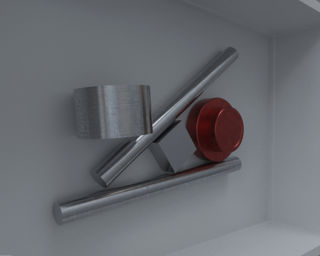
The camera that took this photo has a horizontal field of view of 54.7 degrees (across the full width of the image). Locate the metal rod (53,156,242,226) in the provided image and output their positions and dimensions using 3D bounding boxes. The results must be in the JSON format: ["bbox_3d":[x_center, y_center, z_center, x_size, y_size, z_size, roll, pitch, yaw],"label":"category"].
[{"bbox_3d":[0.010,0.073,0.415,0.302,0.025,0.025,-7,95,-40],"label":"metal rod"}]

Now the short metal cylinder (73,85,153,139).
[{"bbox_3d":[-0.049,-0.017,0.330,0.081,0.080,0.050,-7,95,-40],"label":"short metal cylinder"}]

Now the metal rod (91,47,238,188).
[{"bbox_3d":[0.024,-0.031,0.427,0.301,0.025,0.025,-44,117,-31],"label":"metal rod"}]

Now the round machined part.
[{"bbox_3d":[0.090,0.002,0.470,0.099,0.042,0.097,0,90,-40],"label":"round machined part"}]

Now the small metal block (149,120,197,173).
[{"bbox_3d":[0.017,0.024,0.420,0.050,0.025,0.050,-43,116,-32],"label":"small metal block"}]
